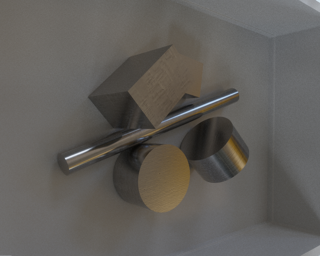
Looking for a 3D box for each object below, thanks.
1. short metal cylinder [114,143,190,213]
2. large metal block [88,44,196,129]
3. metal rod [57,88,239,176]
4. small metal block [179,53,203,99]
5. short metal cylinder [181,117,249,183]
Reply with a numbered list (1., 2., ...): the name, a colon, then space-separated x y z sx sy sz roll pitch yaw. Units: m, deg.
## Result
1. short metal cylinder: -0.009 0.059 0.382 0.081 0.050 0.079 0 90 -40
2. large metal block: -0.021 -0.045 0.354 0.080 0.080 0.050 -51 121 -28
3. metal rod: 0.009 -0.008 0.415 0.302 0.025 0.025 -23 105 -38
4. small metal block: 0.032 -0.071 0.433 0.050 0.025 0.050 11 83 -40
5. short metal cylinder: 0.077 0.030 0.437 0.050 0.080 0.080 51 60 -29
